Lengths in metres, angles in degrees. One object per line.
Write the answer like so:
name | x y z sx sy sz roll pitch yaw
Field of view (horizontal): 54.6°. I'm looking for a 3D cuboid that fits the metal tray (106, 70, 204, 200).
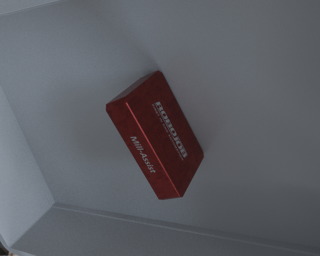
metal tray | 0.000 0.007 0.368 0.030 0.090 0.130 -17 110 34
